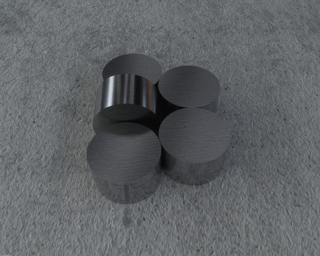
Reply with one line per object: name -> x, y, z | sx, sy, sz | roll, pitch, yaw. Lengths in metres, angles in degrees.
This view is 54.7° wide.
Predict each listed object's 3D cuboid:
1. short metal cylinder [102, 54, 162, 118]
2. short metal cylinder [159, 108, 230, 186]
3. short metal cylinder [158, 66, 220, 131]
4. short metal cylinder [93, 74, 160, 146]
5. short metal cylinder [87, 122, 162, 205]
short metal cylinder -> -0.037, -0.061, 0.439 | 0.080, 0.050, 0.080 | 0, 50, 1
short metal cylinder -> 0.039, 0.022, 0.369 | 0.080, 0.050, 0.080 | 0, 51, 1
short metal cylinder -> 0.038, -0.040, 0.421 | 0.080, 0.050, 0.080 | 0, 51, 0
short metal cylinder -> -0.041, -0.021, 0.386 | 0.081, 0.080, 0.050 | -2, 50, -2
short metal cylinder -> -0.038, 0.040, 0.354 | 0.080, 0.050, 0.080 | 0, 50, 1
